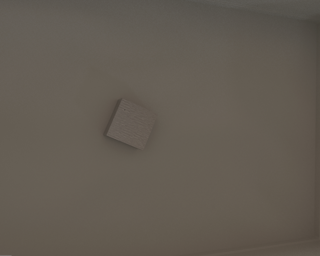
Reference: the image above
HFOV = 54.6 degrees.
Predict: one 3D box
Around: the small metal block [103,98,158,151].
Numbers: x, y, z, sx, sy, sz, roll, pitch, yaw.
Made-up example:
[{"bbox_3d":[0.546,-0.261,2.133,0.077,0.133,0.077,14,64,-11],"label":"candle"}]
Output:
[{"bbox_3d":[-0.038,-0.004,0.396,0.050,0.025,0.050,24,82,-19],"label":"small metal block"}]
